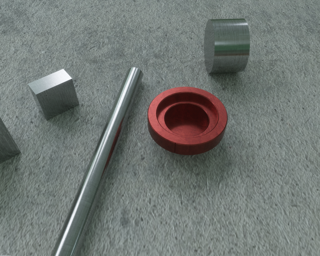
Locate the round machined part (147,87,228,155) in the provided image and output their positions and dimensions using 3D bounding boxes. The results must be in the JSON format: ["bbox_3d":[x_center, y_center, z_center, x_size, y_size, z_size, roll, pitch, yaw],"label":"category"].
[{"bbox_3d":[0.034,-0.005,0.396,0.099,0.042,0.098,0,50,0],"label":"round machined part"}]

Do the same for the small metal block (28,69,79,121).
[{"bbox_3d":[-0.144,-0.045,0.423,0.050,0.050,0.025,-31,57,-24],"label":"small metal block"}]

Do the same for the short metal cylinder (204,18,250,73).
[{"bbox_3d":[0.100,-0.125,0.474,0.050,0.080,0.080,-2,50,-2],"label":"short metal cylinder"}]

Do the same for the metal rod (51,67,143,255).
[{"bbox_3d":[-0.067,0.030,0.376,0.025,0.025,0.300,9,50,7],"label":"metal rod"}]

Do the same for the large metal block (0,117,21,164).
[{"bbox_3d":[-0.222,0.010,0.356,0.081,0.080,0.050,-32,57,-24],"label":"large metal block"}]
